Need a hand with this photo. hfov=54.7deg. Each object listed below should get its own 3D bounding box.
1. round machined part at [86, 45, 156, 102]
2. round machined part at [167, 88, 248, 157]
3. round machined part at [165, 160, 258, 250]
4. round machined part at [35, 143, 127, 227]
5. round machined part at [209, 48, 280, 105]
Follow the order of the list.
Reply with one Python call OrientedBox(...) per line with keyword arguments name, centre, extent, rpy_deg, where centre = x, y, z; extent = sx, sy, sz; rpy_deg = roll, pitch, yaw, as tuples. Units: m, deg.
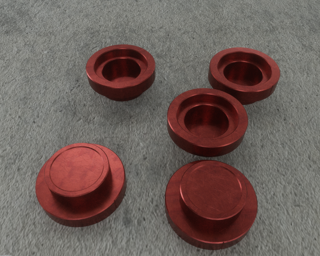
OrientedBox(name="round machined part", centre=(-0.056, -0.077, 0.456), extent=(0.099, 0.042, 0.098), rpy_deg=(0, 50, 0))
OrientedBox(name="round machined part", centre=(0.058, -0.003, 0.395), extent=(0.099, 0.042, 0.098), rpy_deg=(0, 50, 0))
OrientedBox(name="round machined part", centre=(0.055, 0.074, 0.330), extent=(0.099, 0.042, 0.098), rpy_deg=(0, 50, 0))
OrientedBox(name="round machined part", centre=(-0.088, 0.055, 0.345), extent=(0.099, 0.042, 0.098), rpy_deg=(0, 50, 0))
OrientedBox(name="round machined part", centre=(0.120, -0.072, 0.453), extent=(0.099, 0.042, 0.098), rpy_deg=(0, 50, 0))
